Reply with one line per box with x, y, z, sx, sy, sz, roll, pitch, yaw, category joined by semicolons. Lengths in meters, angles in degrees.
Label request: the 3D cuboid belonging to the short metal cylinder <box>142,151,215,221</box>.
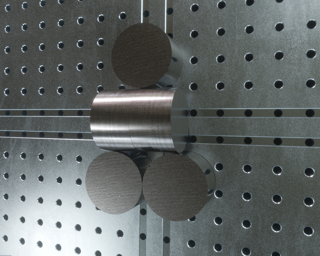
0.025;0.070;0.388;0.080;0.050;0.079;0;90;19;short metal cylinder

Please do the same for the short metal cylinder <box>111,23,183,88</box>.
-0.015;-0.089;0.404;0.080;0.050;0.079;0;90;19;short metal cylinder

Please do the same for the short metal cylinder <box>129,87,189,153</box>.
0.001;-0.010;0.383;0.050;0.080;0.079;0;90;20;short metal cylinder

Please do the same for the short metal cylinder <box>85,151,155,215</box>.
-0.051;0.070;0.415;0.080;0.050;0.079;0;90;19;short metal cylinder

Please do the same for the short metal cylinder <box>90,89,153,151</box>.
-0.046;-0.010;0.399;0.050;0.080;0.079;0;90;20;short metal cylinder
